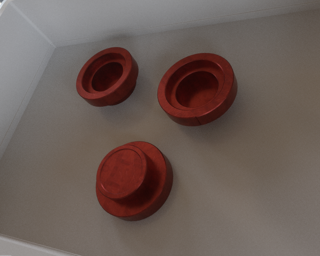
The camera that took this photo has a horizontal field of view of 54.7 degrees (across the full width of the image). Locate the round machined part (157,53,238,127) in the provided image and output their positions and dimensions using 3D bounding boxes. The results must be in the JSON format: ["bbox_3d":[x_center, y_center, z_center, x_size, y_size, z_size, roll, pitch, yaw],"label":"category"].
[{"bbox_3d":[0.050,-0.044,0.395,0.098,0.042,0.098,-13,56,20],"label":"round machined part"}]

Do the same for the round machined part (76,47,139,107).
[{"bbox_3d":[-0.076,-0.074,0.478,0.098,0.042,0.098,-13,56,20],"label":"round machined part"}]

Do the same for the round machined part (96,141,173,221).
[{"bbox_3d":[-0.037,0.059,0.377,0.098,0.042,0.098,-13,56,20],"label":"round machined part"}]
